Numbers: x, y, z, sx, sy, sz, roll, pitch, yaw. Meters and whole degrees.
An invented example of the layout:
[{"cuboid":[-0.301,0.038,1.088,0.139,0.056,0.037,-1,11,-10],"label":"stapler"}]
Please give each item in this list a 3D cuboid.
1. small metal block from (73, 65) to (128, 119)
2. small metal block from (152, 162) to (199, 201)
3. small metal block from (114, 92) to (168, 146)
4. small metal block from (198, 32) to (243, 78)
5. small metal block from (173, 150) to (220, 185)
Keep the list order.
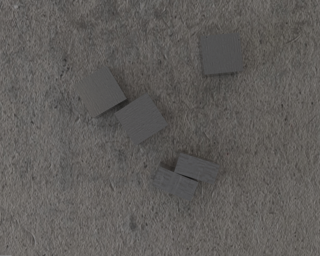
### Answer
[{"cuboid":[-0.077,-0.046,0.409,0.050,0.025,0.050,-30,90,0],"label":"small metal block"},{"cuboid":[0.018,0.067,0.398,0.050,0.050,0.025,22,90,0],"label":"small metal block"},{"cuboid":[-0.024,-0.011,0.410,0.050,0.025,0.050,-33,90,0],"label":"small metal block"},{"cuboid":[0.080,-0.096,0.410,0.050,0.025,0.050,-6,90,0],"label":"small metal block"},{"cuboid":[0.045,0.049,0.398,0.050,0.050,0.025,18,90,0],"label":"small metal block"}]
